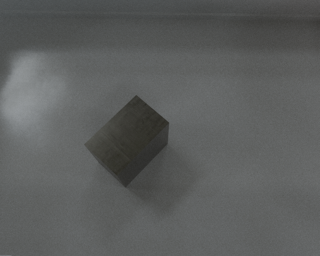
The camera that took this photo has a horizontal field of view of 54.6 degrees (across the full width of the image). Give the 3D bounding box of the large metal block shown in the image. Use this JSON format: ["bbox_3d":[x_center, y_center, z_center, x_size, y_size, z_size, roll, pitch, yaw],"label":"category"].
[{"bbox_3d":[-0.035,0.019,0.373,0.050,0.080,0.080,41,75,13],"label":"large metal block"}]
